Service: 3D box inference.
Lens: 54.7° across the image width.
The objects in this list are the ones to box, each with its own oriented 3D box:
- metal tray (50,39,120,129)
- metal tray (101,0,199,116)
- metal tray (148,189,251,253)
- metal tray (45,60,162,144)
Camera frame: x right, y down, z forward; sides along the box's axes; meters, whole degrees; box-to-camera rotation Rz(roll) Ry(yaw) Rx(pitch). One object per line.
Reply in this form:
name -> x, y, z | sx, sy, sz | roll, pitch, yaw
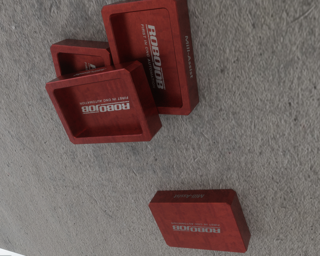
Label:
metal tray -> -0.091, -0.050, 0.420 | 0.090, 0.030, 0.129 | 10, 123, 22
metal tray -> -0.009, -0.080, 0.358 | 0.090, 0.030, 0.129 | 4, 120, 26
metal tray -> 0.057, 0.136, 0.458 | 0.130, 0.030, 0.090 | -9, 114, 32
metal tray -> -0.071, -0.027, 0.384 | 0.130, 0.030, 0.090 | -4, 117, 30
